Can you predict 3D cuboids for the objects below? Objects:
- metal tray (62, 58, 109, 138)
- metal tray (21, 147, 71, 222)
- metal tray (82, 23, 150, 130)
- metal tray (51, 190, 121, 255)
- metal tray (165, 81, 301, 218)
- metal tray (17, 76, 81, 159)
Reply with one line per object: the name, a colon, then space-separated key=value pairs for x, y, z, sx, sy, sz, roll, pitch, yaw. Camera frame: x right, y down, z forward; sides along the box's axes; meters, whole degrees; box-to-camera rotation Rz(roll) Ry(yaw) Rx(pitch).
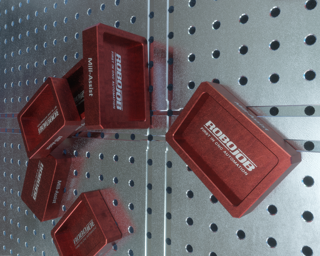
metal tray: x=-0.142 y=-0.046 z=0.524 sx=0.130 sy=0.030 sz=0.090 roll=-29 pitch=72 yaw=36
metal tray: x=-0.219 y=0.098 z=0.589 sx=0.090 sy=0.030 sz=0.129 roll=29 pitch=108 yaw=36
metal tray: x=-0.056 y=-0.063 z=0.414 sx=0.030 sy=0.091 sz=0.129 roll=-4 pitch=88 yaw=40
metal tray: x=-0.126 y=0.175 z=0.511 sx=0.129 sy=0.030 sz=0.090 roll=-49 pitch=61 yaw=29
metal tray: x=0.073 y=0.021 z=0.345 sx=0.130 sy=0.030 sz=0.090 roll=48 pitch=119 yaw=29
metal tray: x=-0.192 y=-0.015 z=0.526 sx=0.130 sy=0.030 sz=0.090 roll=-36 pitch=68 yaw=34
